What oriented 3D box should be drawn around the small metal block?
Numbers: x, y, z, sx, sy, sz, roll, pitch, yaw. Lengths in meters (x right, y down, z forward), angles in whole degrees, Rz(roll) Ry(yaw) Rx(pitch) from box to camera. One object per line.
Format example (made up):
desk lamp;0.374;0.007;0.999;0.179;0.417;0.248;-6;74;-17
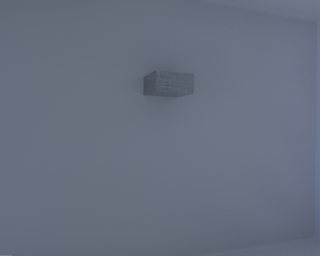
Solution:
small metal block;0.010;-0.056;0.401;0.050;0.050;0.025;1;90;-20
